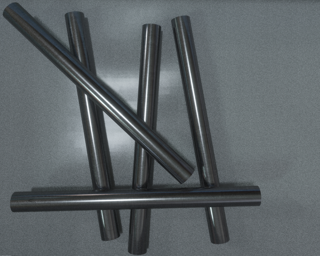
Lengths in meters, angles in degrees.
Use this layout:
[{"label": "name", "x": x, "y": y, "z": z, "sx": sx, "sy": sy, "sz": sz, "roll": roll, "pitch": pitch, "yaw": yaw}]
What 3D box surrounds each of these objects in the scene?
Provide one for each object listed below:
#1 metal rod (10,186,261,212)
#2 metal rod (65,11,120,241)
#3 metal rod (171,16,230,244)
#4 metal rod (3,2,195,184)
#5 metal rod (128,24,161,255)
[{"label": "metal rod", "x": -0.029, "y": 0.088, "z": 0.384, "sx": 0.302, "sy": 0.025, "sz": 0.025, "roll": -1, "pitch": 90, "yaw": 0}, {"label": "metal rod", "x": -0.089, "y": -0.002, "z": 0.410, "sx": 0.025, "sy": 0.025, "sz": 0.298, "roll": -9, "pitch": 90, "yaw": 0}, {"label": "metal rod", "x": 0.053, "y": 0.002, "z": 0.411, "sx": 0.025, "sy": 0.025, "sz": 0.298, "roll": -10, "pitch": 90, "yaw": 0}, {"label": "metal rod", "x": -0.075, "y": -0.042, "z": 0.384, "sx": 0.300, "sy": 0.025, "sz": 0.025, "roll": 43, "pitch": 90, "yaw": 0}, {"label": "metal rod", "x": -0.020, "y": 0.015, "z": 0.411, "sx": 0.025, "sy": 0.025, "sz": 0.298, "roll": 4, "pitch": 90, "yaw": 0}]
